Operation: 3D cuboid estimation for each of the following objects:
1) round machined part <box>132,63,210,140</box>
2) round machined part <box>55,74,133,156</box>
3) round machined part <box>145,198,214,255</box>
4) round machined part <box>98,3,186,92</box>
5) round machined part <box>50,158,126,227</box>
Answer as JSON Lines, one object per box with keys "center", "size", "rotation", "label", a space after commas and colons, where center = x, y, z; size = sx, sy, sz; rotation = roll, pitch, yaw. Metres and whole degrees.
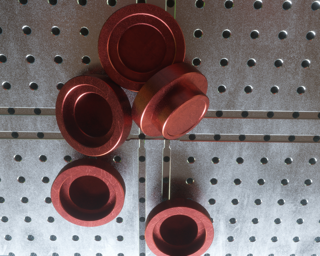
{"center": [0.019, -0.025, 0.365], "size": [0.098, 0.098, 0.042], "rotation": [-49, 61, 15], "label": "round machined part"}
{"center": [-0.077, -0.018, 0.384], "size": [0.098, 0.042, 0.097], "rotation": [6, 104, 23], "label": "round machined part"}
{"center": [0.027, 0.145, 0.458], "size": [0.099, 0.042, 0.097], "rotation": [0, 110, -1], "label": "round machined part"}
{"center": [-0.021, -0.094, 0.367], "size": [0.099, 0.042, 0.097], "rotation": [-1, 107, -2], "label": "round machined part"}
{"center": [-0.097, 0.086, 0.435], "size": [0.099, 0.042, 0.097], "rotation": [0, 110, -1], "label": "round machined part"}
